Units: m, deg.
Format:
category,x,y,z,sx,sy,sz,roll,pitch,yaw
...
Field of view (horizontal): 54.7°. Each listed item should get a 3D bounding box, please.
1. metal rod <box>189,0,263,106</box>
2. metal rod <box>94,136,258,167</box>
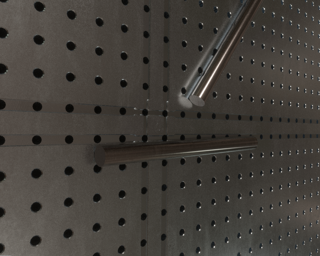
category,x,y,z,sx,sy,sz,roll,pitch,yaw
metal rod,0.127,-0.157,0.517,0.025,0.025,0.300,47,62,-30
metal rod,0.047,0.029,0.450,0.302,0.025,0.025,-1,91,-40
